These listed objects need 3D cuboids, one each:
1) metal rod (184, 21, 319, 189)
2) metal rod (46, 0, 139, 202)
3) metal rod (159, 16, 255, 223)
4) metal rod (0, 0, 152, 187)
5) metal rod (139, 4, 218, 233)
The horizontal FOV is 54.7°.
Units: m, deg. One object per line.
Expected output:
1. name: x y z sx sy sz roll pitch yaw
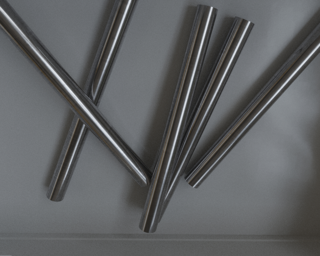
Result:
1. metal rod: 0.134 -0.036 0.398 0.025 0.025 0.299 35 106 -12
2. metal rod: -0.092 -0.031 0.399 0.025 0.025 0.298 22 109 -8
3. metal rod: 0.045 0.003 0.412 0.025 0.025 0.298 21 109 -8
4. metal rod: -0.100 -0.035 0.366 0.025 0.025 0.300 -32 117 11
5. metal rod: 0.019 0.000 0.397 0.025 0.025 0.298 13 104 -5
